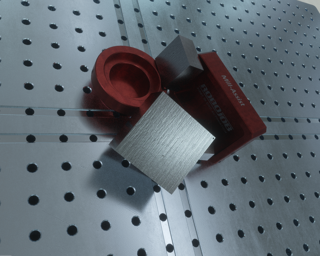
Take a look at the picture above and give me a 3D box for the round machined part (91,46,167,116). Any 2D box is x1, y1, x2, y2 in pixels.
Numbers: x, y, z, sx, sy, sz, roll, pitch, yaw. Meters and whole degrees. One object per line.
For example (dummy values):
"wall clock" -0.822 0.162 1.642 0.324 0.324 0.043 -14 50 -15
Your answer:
"round machined part" -0.043 -0.058 0.410 0.099 0.042 0.098 14 56 -21

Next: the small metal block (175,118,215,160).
"small metal block" 0.043 0.014 0.418 0.050 0.025 0.050 6 63 -13

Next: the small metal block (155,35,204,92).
"small metal block" 0.024 -0.083 0.405 0.025 0.050 0.050 9 55 -41

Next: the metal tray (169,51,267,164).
"metal tray" 0.073 -0.027 0.424 0.030 0.090 0.130 -19 72 -36

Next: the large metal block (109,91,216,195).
"large metal block" 0.001 0.015 0.356 0.080 0.050 0.080 41 82 -15
